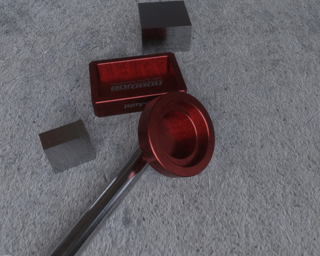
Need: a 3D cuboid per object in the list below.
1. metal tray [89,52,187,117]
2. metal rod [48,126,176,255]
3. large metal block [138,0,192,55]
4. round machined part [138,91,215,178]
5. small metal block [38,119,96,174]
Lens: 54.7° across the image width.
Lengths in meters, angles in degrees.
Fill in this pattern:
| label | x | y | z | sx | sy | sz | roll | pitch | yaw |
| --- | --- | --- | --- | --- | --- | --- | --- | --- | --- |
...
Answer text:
| label | x | y | z | sx | sy | sz | roll | pitch | yaw |
| --- | --- | --- | --- | --- | --- | --- | --- | --- | --- |
| metal tray | -0.034 | -0.066 | 0.455 | 0.131 | 0.030 | 0.090 | -9 | 51 | -8 |
| metal rod | -0.044 | 0.065 | 0.348 | 0.025 | 0.025 | 0.301 | 26 | 54 | 20 |
| large metal block | 0.006 | -0.174 | 0.533 | 0.081 | 0.050 | 0.080 | -5 | 50 | -5 |
| round machined part | 0.015 | 0.009 | 0.362 | 0.099 | 0.042 | 0.098 | 9 | 74 | -36 |
| small metal block | -0.108 | 0.023 | 0.367 | 0.050 | 0.050 | 0.025 | -21 | 53 | -17 |
